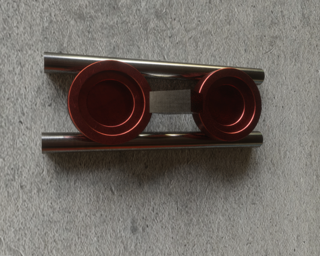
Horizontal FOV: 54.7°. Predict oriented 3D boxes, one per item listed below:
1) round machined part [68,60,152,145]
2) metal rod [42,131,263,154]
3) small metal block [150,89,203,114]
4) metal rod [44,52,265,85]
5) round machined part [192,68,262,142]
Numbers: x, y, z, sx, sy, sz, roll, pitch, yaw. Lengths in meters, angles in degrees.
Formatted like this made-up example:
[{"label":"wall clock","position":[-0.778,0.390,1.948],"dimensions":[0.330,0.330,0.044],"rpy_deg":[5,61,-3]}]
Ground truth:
[{"label":"round machined part","position":[-0.061,-0.029,0.374],"dimensions":[0.099,0.042,0.097],"rpy_deg":[0,90,-20]},{"label":"metal rod","position":[0.005,0.017,0.412],"dimensions":[0.302,0.025,0.025],"rpy_deg":[0,90,-20]},{"label":"small metal block","position":[0.021,-0.030,0.377],"dimensions":[0.050,0.050,0.025],"rpy_deg":[0,90,23]},{"label":"metal rod","position":[0.007,-0.076,0.412],"dimensions":[0.302,0.025,0.025],"rpy_deg":[0,90,-20]},{"label":"round machined part","position":[0.087,-0.031,0.428],"dimensions":[0.099,0.042,0.097],"rpy_deg":[0,90,-20]}]
